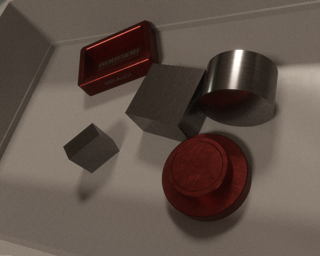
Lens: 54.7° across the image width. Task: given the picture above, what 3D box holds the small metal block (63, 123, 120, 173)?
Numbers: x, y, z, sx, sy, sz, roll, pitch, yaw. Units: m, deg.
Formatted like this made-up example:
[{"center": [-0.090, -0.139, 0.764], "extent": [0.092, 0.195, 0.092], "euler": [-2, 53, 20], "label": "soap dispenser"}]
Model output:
[{"center": [-0.092, 0.028, 0.419], "extent": [0.050, 0.050, 0.025], "euler": [-39, 51, 1], "label": "small metal block"}]

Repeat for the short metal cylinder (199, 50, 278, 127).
[{"center": [0.088, -0.042, 0.349], "extent": [0.080, 0.080, 0.050], "euler": [2, 63, 28], "label": "short metal cylinder"}]

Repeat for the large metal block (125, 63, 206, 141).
[{"center": [0.016, -0.033, 0.400], "extent": [0.080, 0.050, 0.080], "euler": [15, 69, 34], "label": "large metal block"}]

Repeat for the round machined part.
[{"center": [0.047, 0.048, 0.340], "extent": [0.098, 0.042, 0.098], "euler": [-13, 56, 20], "label": "round machined part"}]

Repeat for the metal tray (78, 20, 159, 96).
[{"center": [-0.069, -0.113, 0.506], "extent": [0.130, 0.030, 0.090], "euler": [-18, 55, 17], "label": "metal tray"}]
